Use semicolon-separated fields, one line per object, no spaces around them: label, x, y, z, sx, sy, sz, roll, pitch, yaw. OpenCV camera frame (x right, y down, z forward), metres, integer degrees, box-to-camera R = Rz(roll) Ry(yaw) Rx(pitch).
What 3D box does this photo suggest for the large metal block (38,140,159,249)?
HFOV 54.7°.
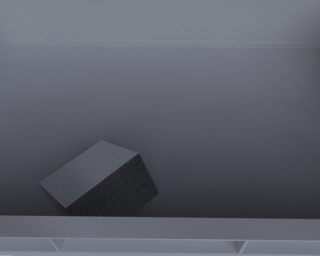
large metal block;-0.063;0.061;0.314;0.080;0.050;0.080;-36;27;-27
